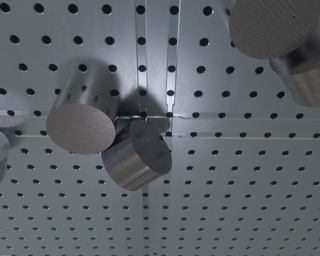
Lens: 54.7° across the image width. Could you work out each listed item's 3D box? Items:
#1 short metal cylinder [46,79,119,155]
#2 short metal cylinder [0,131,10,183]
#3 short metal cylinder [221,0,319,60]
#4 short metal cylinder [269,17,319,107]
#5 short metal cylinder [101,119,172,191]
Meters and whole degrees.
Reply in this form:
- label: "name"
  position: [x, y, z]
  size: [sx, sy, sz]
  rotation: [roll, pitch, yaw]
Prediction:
- label: "short metal cylinder"
  position: [-0.093, -0.013, 0.383]
  size: [0.081, 0.050, 0.079]
  rotation: [0, 130, 0]
- label: "short metal cylinder"
  position: [-0.245, 0.040, 0.407]
  size: [0.081, 0.080, 0.050]
  rotation: [17, 128, -14]
- label: "short metal cylinder"
  position: [0.103, -0.114, 0.299]
  size: [0.081, 0.050, 0.079]
  rotation: [0, 130, 0]
- label: "short metal cylinder"
  position: [0.162, -0.068, 0.319]
  size: [0.080, 0.080, 0.050]
  rotation: [-32, 123, 24]
- label: "short metal cylinder"
  position: [-0.029, 0.035, 0.405]
  size: [0.050, 0.080, 0.080]
  rotation: [-34, 123, 25]
